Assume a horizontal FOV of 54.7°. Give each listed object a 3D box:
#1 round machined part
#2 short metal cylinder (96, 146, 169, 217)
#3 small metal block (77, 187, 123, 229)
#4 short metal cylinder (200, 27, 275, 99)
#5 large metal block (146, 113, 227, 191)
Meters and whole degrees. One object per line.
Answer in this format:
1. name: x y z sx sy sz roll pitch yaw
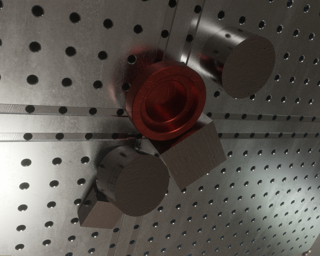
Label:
1. round machined part: 0.004 -0.036 0.381 0.099 0.042 0.097 -14 125 -21
2. short metal cylinder: -0.035 0.067 0.404 0.081 0.050 0.079 -9 106 -35
3. small metal block: -0.080 0.114 0.437 0.050 0.025 0.050 19 114 -36
4. short metal cylinder: 0.099 -0.084 0.399 0.081 0.050 0.079 -14 125 -21
5. large metal block: 0.038 0.028 0.435 0.080 0.050 0.080 -33 129 -7
